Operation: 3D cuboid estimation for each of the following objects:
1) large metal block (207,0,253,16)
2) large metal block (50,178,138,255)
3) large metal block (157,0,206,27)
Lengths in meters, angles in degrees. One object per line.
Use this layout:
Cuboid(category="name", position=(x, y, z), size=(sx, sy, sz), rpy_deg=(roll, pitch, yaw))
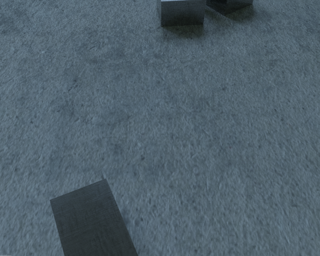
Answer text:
Cuboid(category="large metal block", position=(0.134, -0.278, 0.622), size=(0.081, 0.050, 0.080), rpy_deg=(-30, 56, -23))
Cuboid(category="large metal block", position=(-0.054, 0.106, 0.278), size=(0.050, 0.080, 0.080), rpy_deg=(-20, 53, -16))
Cuboid(category="large metal block", position=(0.038, -0.239, 0.588), size=(0.081, 0.050, 0.080), rpy_deg=(-5, 50, -5))
